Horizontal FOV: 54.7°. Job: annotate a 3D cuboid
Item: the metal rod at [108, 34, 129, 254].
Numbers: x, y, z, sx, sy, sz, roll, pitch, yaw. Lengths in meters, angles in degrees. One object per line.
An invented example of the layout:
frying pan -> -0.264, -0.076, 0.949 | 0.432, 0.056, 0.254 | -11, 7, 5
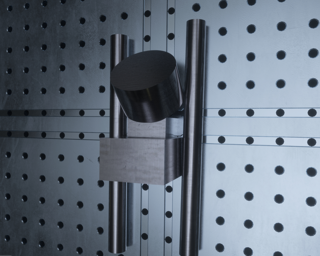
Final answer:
metal rod -> -0.058, 0.022, 0.433 | 0.025, 0.025, 0.298 | 1, 90, 20

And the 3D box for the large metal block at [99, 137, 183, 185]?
large metal block -> -0.019, 0.037, 0.388 | 0.080, 0.080, 0.050 | 1, 91, 20

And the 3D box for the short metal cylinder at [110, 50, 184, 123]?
short metal cylinder -> -0.015, -0.052, 0.381 | 0.080, 0.050, 0.080 | -9, 44, 9

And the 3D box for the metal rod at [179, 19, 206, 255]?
metal rod -> 0.042, 0.014, 0.398 | 0.025, 0.025, 0.298 | 2, 91, 20

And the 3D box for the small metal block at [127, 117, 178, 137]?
small metal block -> -0.008, -0.001, 0.402 | 0.050, 0.050, 0.025 | 2, 91, 19
